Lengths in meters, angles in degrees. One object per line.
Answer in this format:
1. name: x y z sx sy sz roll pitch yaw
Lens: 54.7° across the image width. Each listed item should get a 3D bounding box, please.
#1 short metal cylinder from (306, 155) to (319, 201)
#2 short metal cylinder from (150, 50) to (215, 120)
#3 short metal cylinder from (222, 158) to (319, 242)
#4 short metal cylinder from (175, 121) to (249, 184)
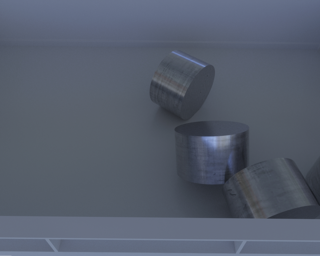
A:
1. short metal cylinder: 0.212 0.058 0.343 0.081 0.050 0.080 0 50 0
2. short metal cylinder: 0.031 -0.058 0.419 0.050 0.080 0.080 31 57 23
3. short metal cylinder: 0.109 0.073 0.309 0.081 0.080 0.050 -11 53 -9
4. short metal cylinder: 0.058 0.024 0.344 0.081 0.050 0.080 -3 12 1
